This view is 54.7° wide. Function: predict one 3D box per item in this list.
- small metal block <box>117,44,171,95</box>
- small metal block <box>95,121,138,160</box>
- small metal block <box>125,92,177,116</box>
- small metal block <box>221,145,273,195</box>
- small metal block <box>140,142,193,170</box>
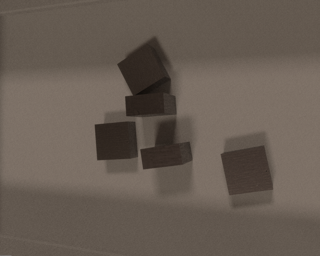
[{"bbox_3d":[-0.021,-0.076,0.417,0.050,0.025,0.050,-30,81,17],"label":"small metal block"},{"bbox_3d":[-0.061,0.018,0.431,0.050,0.025,0.050,-5,88,19],"label":"small metal block"},{"bbox_3d":[-0.011,-0.029,0.400,0.050,0.050,0.025,-4,89,19],"label":"small metal block"},{"bbox_3d":[0.105,0.051,0.373,0.050,0.025,0.050,-12,86,19],"label":"small metal block"},{"bbox_3d":[0.009,0.034,0.393,0.050,0.050,0.025,-9,87,19],"label":"small metal block"}]
